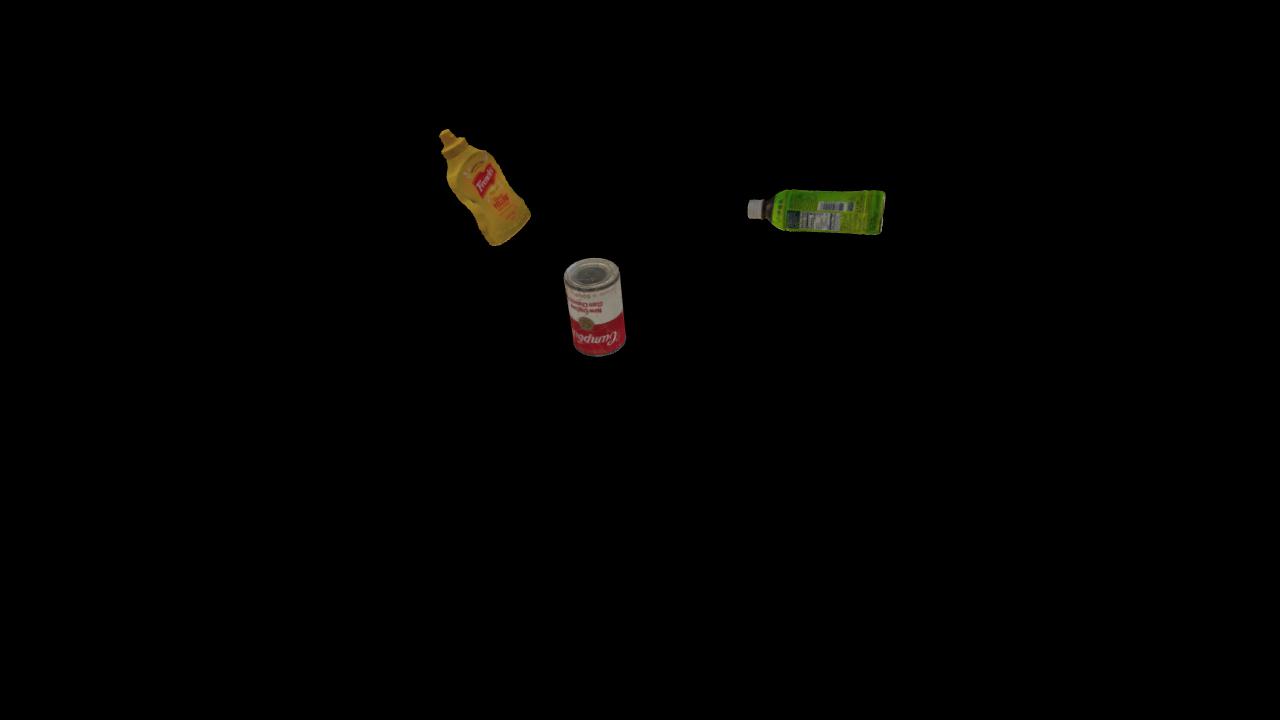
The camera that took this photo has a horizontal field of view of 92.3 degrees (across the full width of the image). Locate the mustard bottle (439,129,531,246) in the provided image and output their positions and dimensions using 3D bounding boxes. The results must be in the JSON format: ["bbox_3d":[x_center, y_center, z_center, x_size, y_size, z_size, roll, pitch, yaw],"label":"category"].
[{"bbox_3d":[-0.254,-0.278,0.970,0.054,0.184,0.092,10,52,47],"label":"mustard bottle"}]

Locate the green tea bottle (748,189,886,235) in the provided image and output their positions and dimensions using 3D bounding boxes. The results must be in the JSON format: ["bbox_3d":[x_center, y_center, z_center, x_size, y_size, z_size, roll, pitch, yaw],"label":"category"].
[{"bbox_3d":[0.281,-0.241,0.993,0.212,0.073,0.073,7,2,17],"label":"green tea bottle"}]

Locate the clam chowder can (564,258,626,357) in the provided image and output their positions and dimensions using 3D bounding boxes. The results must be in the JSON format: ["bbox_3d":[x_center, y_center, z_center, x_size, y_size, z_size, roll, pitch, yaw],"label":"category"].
[{"bbox_3d":[-0.053,-0.064,0.745,0.068,0.102,0.068,-2,41,2],"label":"clam chowder can"}]
